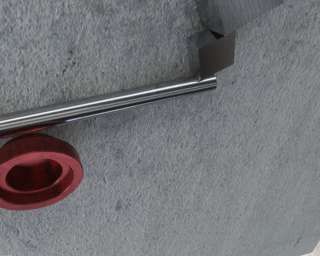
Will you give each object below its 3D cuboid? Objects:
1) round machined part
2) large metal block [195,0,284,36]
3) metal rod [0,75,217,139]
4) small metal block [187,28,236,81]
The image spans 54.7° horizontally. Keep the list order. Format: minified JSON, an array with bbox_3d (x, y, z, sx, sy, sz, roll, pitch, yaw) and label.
[{"bbox_3d":[-0.138,0.044,0.338,0.099,0.042,0.097,-17,140,-15],"label":"round machined part"},{"bbox_3d":[0.081,-0.160,0.336,0.080,0.050,0.080,-31,129,-8],"label":"large metal block"},{"bbox_3d":[-0.070,-0.025,0.352,0.302,0.025,0.025,-15,125,-20],"label":"metal rod"},{"bbox_3d":[0.062,-0.093,0.375,0.050,0.025,0.050,-28,144,-11],"label":"small metal block"}]
